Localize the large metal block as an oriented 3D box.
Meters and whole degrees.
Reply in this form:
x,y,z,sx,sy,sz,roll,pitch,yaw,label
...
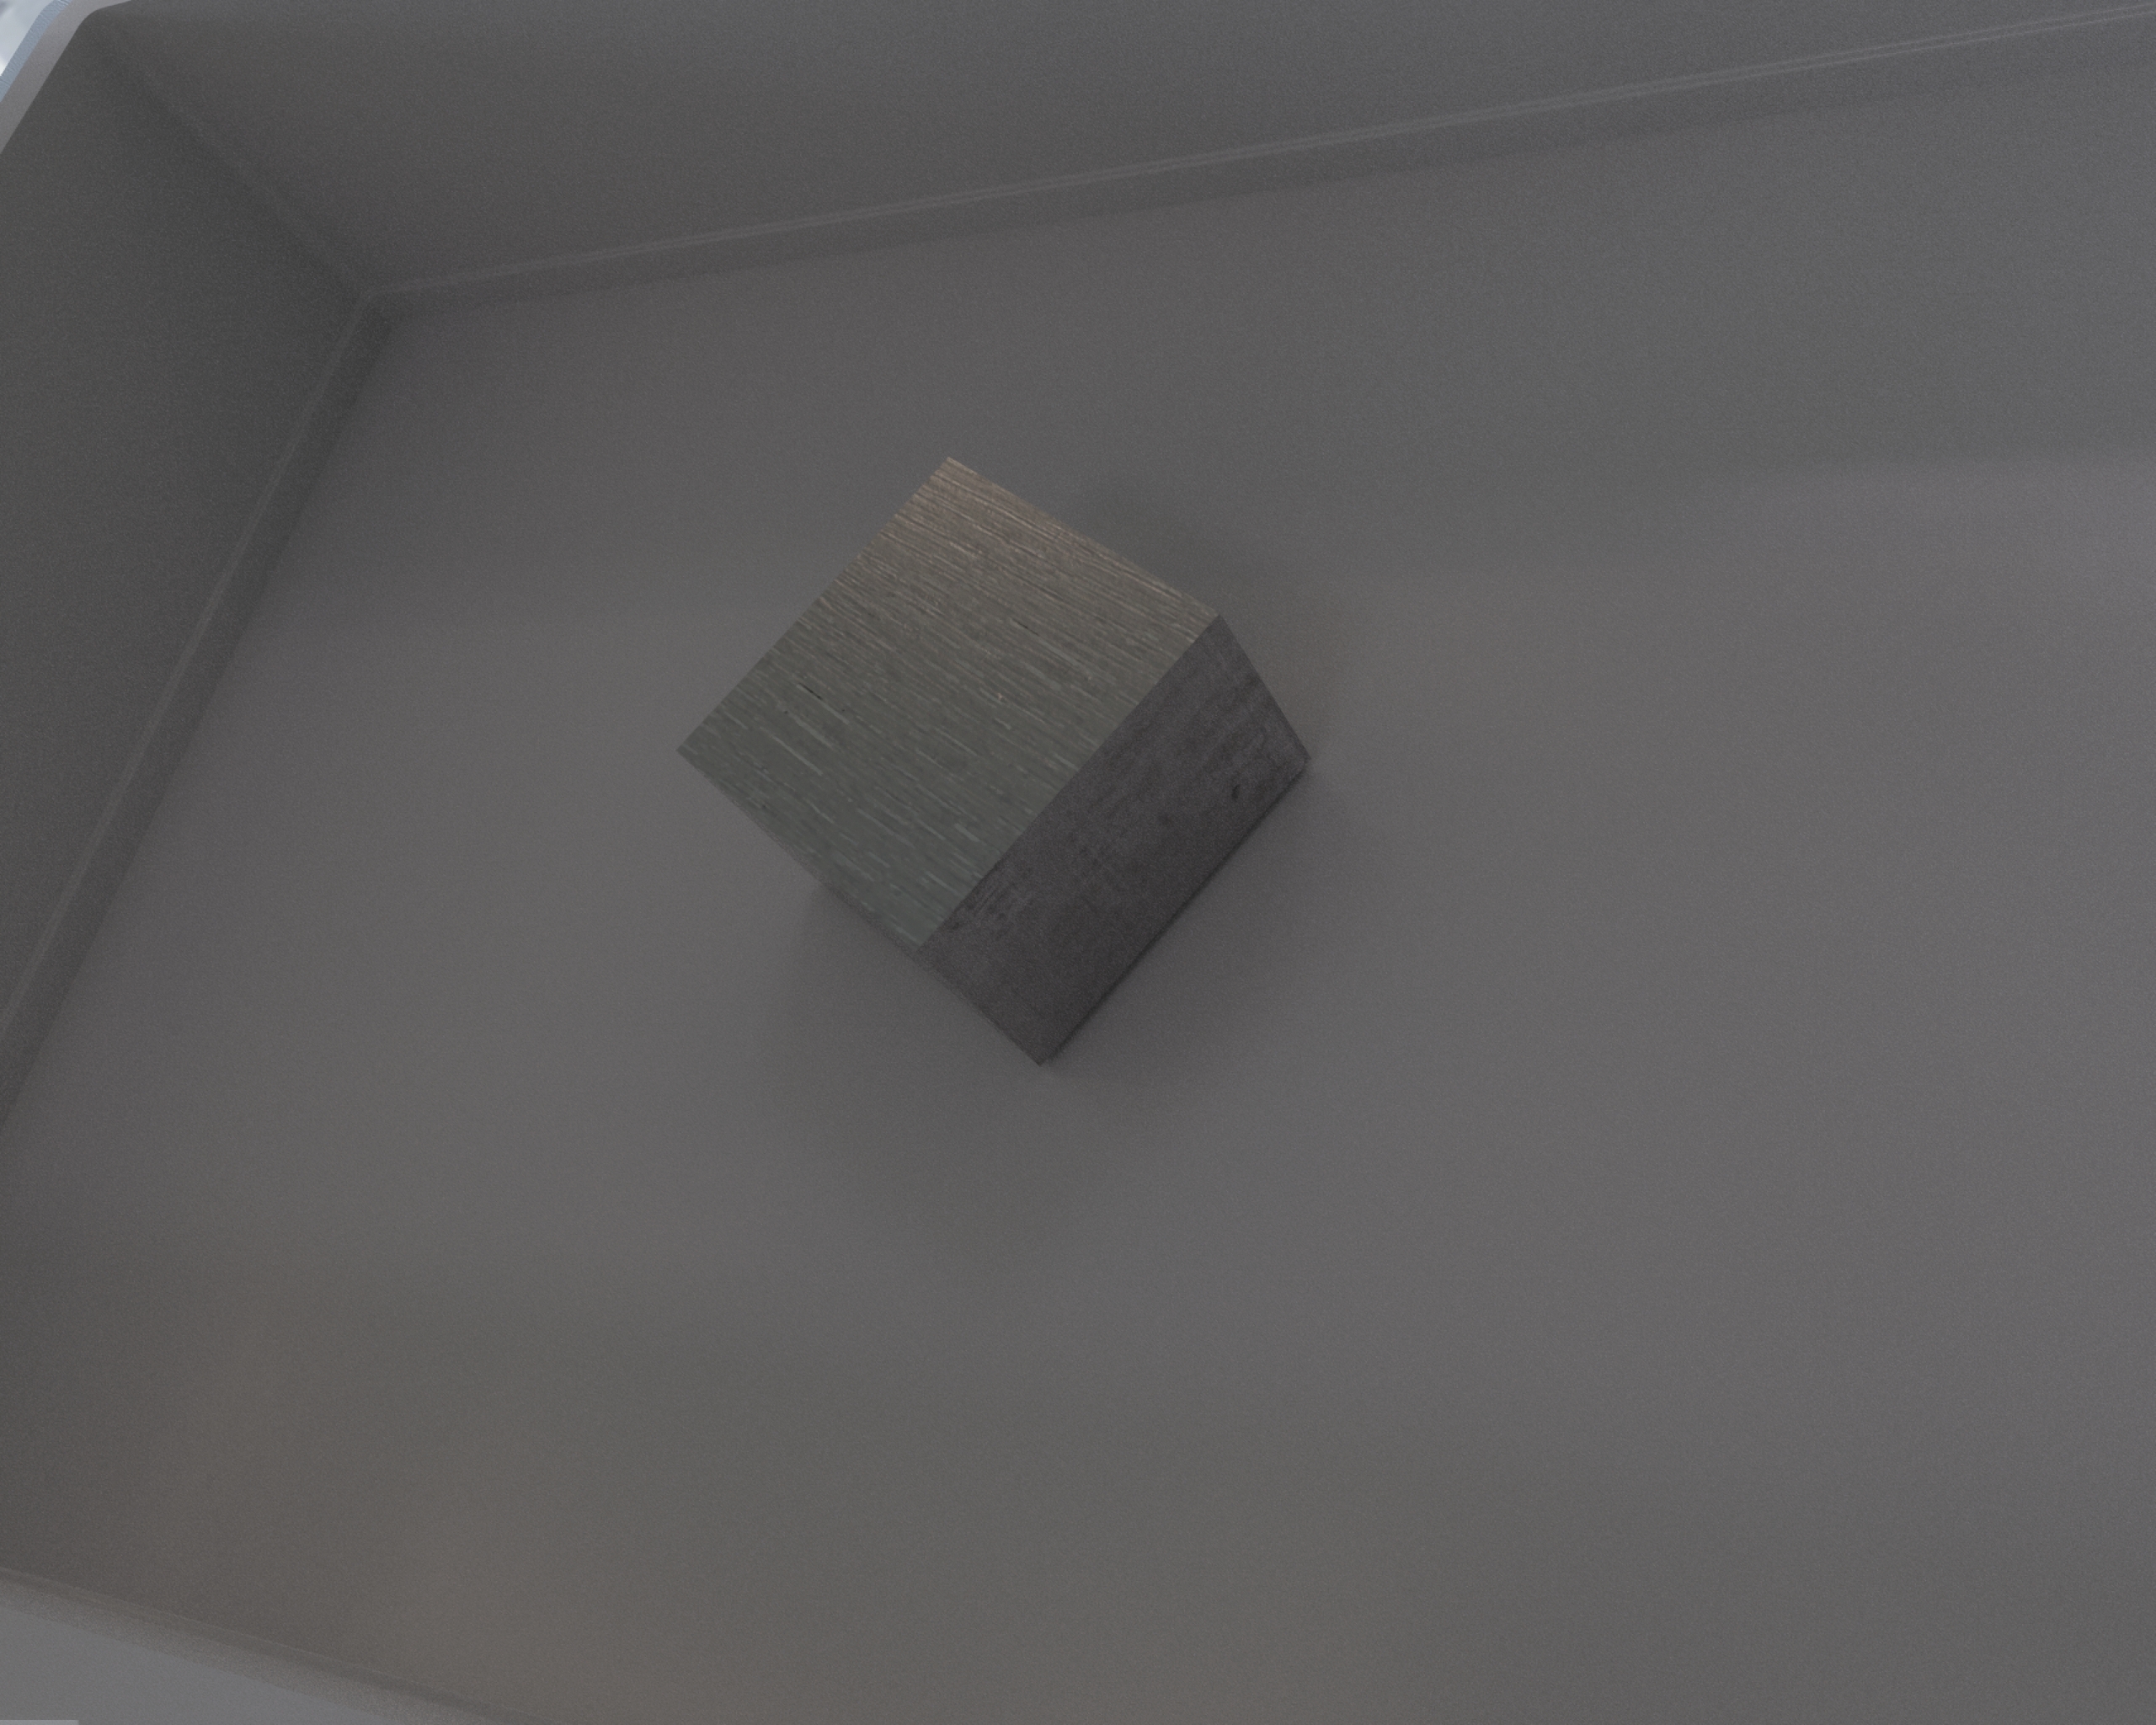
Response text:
x,y,z,sx,sy,sz,roll,pitch,yaw,label
-0.017,-0.021,0.408,0.080,0.050,0.080,-48,52,-7,large metal block
